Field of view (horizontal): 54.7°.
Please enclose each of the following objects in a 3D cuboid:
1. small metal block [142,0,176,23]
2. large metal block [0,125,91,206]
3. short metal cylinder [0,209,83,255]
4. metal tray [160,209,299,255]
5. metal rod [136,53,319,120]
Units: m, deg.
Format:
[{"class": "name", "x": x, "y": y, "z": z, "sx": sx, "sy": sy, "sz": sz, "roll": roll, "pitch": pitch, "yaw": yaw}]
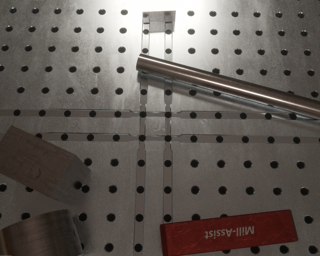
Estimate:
[{"class": "small metal block", "x": -0.003, "y": -0.194, "z": 0.483, "sx": 0.050, "sy": 0.025, "sz": 0.050, "roll": -3, "pitch": 70, "yaw": -2}, {"class": "large metal block", "x": -0.137, "y": 0.047, "z": 0.364, "sx": 0.080, "sy": 0.080, "sz": 0.050, "roll": 23, "pitch": 72, "yaw": 8}, {"class": "short metal cylinder", "x": -0.129, "y": 0.127, "z": 0.334, "sx": 0.080, "sy": 0.080, "sz": 0.050, "roll": -20, "pitch": 72, "yaw": -8}, {"class": "metal tray", "x": 0.066, "y": 0.114, "z": 0.336, "sx": 0.131, "sy": 0.090, "sz": 0.030, "roll": -6, "pitch": 71, "yaw": -3}, {"class": "metal rod", "x": 0.114, "y": -0.054, "z": 0.432, "sx": 0.301, "sy": 0.025, "sz": 0.025, "roll": 16, "pitch": 71, "yaw": 5}]
